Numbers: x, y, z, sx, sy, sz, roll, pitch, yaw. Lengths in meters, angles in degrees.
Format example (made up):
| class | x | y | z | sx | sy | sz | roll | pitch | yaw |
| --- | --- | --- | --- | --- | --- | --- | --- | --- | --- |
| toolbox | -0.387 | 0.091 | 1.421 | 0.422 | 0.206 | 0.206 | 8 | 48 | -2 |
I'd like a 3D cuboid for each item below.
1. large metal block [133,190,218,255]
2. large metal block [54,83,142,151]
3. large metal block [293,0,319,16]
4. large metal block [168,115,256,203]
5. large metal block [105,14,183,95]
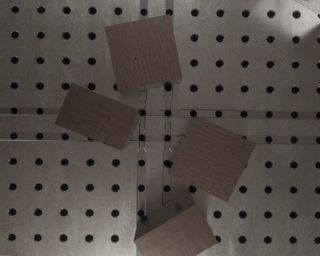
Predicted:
| class | x | y | z | sx | sy | sz | roll | pitch | yaw |
| --- | --- | --- | --- | --- | --- | --- | --- | --- | --- |
| large metal block | 0.018 | 0.127 | 0.386 | 0.080 | 0.080 | 0.050 | -31 | 90 | 0 |
| large metal block | -0.071 | -0.013 | 0.385 | 0.080 | 0.080 | 0.050 | 22 | 90 | -1 |
| large metal block | 0.208 | -0.192 | 0.389 | 0.080 | 0.080 | 0.050 | 30 | 90 | -1 |
| large metal block | 0.064 | 0.038 | 0.402 | 0.080 | 0.050 | 0.080 | 26 | 90 | -1 |
| large metal block | -0.020 | -0.092 | 0.401 | 0.080 | 0.050 | 0.080 | -11 | 90 | -1 |
